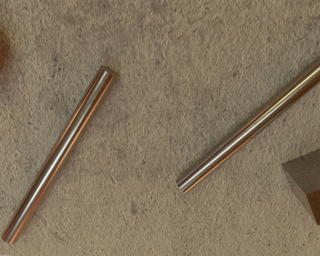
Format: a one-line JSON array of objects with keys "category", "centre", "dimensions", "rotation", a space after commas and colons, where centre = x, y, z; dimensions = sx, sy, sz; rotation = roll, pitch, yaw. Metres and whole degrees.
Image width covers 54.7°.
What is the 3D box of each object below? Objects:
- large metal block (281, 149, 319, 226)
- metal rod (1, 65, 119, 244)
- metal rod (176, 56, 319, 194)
[{"category": "large metal block", "centre": [0.222, 0.071, 0.410], "dimensions": [0.080, 0.080, 0.050], "rotation": [-24, 109, 8]}, {"category": "metal rod", "centre": [-0.144, 0.047, 0.425], "dimensions": [0.025, 0.025, 0.299], "rotation": [31, 107, -11]}, {"category": "metal rod", "centre": [0.138, -0.016, 0.405], "dimensions": [0.299, 0.025, 0.025], "rotation": [-43, 105, 14]}]
